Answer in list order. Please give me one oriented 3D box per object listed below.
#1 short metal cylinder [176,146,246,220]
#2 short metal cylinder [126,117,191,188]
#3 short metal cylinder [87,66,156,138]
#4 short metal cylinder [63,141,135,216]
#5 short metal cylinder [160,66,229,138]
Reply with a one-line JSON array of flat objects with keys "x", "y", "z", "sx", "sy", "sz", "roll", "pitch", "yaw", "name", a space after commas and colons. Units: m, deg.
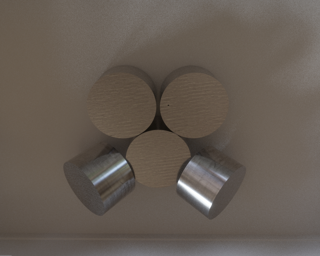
[{"x": 0.067, "y": 0.070, "z": 0.400, "sx": 0.050, "sy": 0.081, "sz": 0.079, "roll": 33, "pitch": 112, "yaw": 30, "name": "short metal cylinder"}, {"x": -0.002, "y": 0.031, "z": 0.406, "sx": 0.081, "sy": 0.050, "sz": 0.079, "roll": 0, "pitch": 110, "yaw": -1, "name": "short metal cylinder"}, {"x": -0.045, "y": -0.033, "z": 0.382, "sx": 0.081, "sy": 0.050, "sz": 0.079, "roll": 0, "pitch": 110, "yaw": -1, "name": "short metal cylinder"}, {"x": -0.078, "y": 0.064, "z": 0.397, "sx": 0.050, "sy": 0.080, "sz": 0.080, "roll": -35, "pitch": 114, "yaw": -35, "name": "short metal cylinder"}, {"x": 0.040, "y": -0.034, "z": 0.385, "sx": 0.081, "sy": 0.050, "sz": 0.079, "roll": 0, "pitch": 110, "yaw": -1, "name": "short metal cylinder"}]
